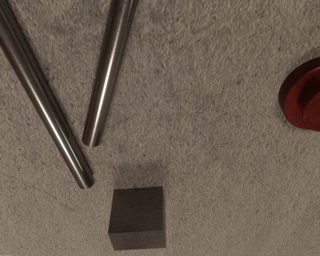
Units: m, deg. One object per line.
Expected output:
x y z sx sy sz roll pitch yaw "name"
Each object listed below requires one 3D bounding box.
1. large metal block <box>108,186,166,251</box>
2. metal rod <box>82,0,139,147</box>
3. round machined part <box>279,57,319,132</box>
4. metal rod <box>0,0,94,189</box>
-0.033 0.143 0.492 0.080 0.080 0.050 -4 130 3 "large metal block"
-0.048 -0.091 0.328 0.025 0.025 0.298 13 129 -12 "metal rod"
0.199 -0.034 0.371 0.099 0.042 0.097 -1 130 0 "round machined part"
-0.141 -0.027 0.382 0.025 0.025 0.298 -8 130 6 "metal rod"
